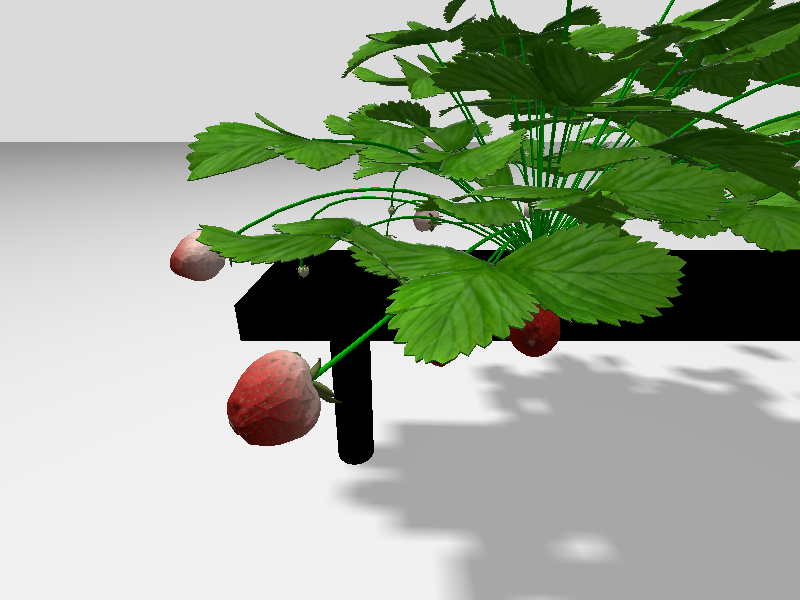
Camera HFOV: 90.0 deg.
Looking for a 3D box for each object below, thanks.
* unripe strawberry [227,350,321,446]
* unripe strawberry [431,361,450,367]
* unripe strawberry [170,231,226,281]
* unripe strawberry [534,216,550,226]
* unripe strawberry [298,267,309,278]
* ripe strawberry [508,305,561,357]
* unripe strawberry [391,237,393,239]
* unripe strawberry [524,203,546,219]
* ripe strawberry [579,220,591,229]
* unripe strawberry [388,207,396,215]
[{"bbox_3d":[-0.052,0.041,0.163,0.033,0.038,0.036,18,30,35],"label":"unripe strawberry"},{"bbox_3d":[0.023,0.027,0.222,0.019,0.019,0.017,14,-16,30],"label":"unripe strawberry"},{"bbox_3d":[-0.171,-0.036,0.338,0.046,0.039,0.045,-22,23,4],"label":"unripe strawberry"},{"bbox_3d":[0.175,-0.093,0.494,0.022,0.023,0.023,8,24,18],"label":"unripe strawberry"},{"bbox_3d":[-0.084,-0.025,0.350,0.010,0.010,0.009,-2,23,-5],"label":"unripe strawberry"},{"bbox_3d":[0.074,0.016,0.225,0.030,0.034,0.033,8,25,17],"label":"ripe strawberry"},{"bbox_3d":[-0.012,-0.060,0.420,0.012,0.015,0.015,10,25,21],"label":"unripe strawberry"},{"bbox_3d":[0.193,-0.130,0.568,0.033,0.028,0.033,7,24,15],"label":"unripe strawberry"},{"bbox_3d":[0.244,-0.106,0.516,0.024,0.027,0.026,16,27,32],"label":"ripe strawberry"},{"bbox_3d":[-0.011,-0.118,0.532,0.011,0.011,0.010,-16,28,-33],"label":"unripe strawberry"}]
